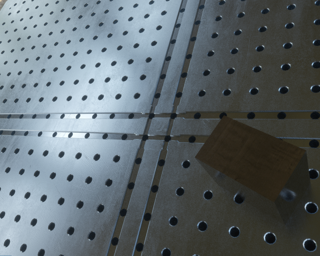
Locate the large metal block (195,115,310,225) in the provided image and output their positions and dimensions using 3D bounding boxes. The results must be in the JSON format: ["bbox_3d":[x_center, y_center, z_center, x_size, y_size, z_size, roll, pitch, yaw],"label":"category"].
[{"bbox_3d":[0.092,0.041,0.300,0.080,0.080,0.050,28,78,37],"label":"large metal block"}]
